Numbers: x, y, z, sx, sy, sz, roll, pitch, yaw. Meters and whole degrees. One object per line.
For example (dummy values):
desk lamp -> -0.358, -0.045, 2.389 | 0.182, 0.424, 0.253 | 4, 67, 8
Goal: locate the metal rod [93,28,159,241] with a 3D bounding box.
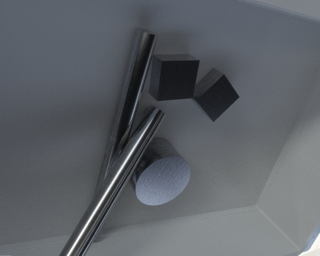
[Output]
metal rod -> -0.056, 0.025, 0.394 | 0.025, 0.025, 0.298 | 4, 117, -31

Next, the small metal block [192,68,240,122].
small metal block -> 0.073, -0.045, 0.423 | 0.050, 0.025, 0.050 | -44, 130, 2

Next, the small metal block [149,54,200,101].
small metal block -> 0.017, -0.063, 0.381 | 0.050, 0.025, 0.050 | -7, 122, -25

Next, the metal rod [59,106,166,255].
metal rod -> -0.075, 0.103, 0.353 | 0.025, 0.025, 0.300 | 45, 67, -40

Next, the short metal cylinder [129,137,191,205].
short metal cylinder -> -0.005, 0.059, 0.428 | 0.081, 0.050, 0.079 | -14, 125, -21
